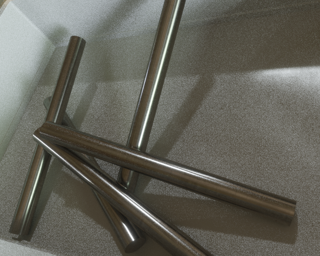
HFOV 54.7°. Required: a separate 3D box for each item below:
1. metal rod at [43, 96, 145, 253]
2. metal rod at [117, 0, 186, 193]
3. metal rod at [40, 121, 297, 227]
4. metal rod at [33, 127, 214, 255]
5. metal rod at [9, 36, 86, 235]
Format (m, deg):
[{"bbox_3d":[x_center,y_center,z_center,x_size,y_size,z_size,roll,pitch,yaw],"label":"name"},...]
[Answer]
[{"bbox_3d":[-0.106,0.043,0.433,0.025,0.025,0.300,-42,51,-1],"label":"metal rod"},{"bbox_3d":[-0.005,-0.067,0.379,0.025,0.025,0.298,16,91,34],"label":"metal rod"},{"bbox_3d":[-0.010,0.042,0.345,0.301,0.025,0.025,16,70,21],"label":"metal rod"},{"bbox_3d":[-0.051,0.076,0.357,0.300,0.025,0.025,31,79,29],"label":"metal rod"},{"bbox_3d":[-0.161,0.001,0.456,0.025,0.025,0.299,3,73,29],"label":"metal rod"}]
